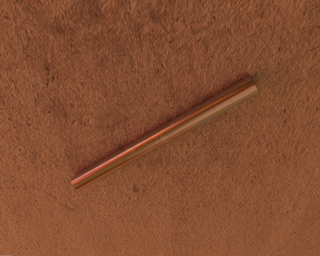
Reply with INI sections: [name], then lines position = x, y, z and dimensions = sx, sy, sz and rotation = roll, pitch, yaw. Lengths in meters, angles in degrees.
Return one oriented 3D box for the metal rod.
[metal rod]
position = -0.008, 0.016, 0.423
dimensions = 0.300, 0.025, 0.025
rotation = -30, 124, 22
